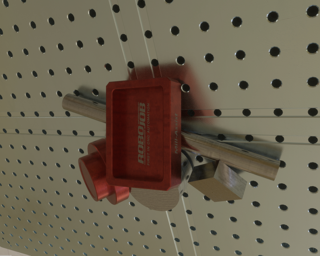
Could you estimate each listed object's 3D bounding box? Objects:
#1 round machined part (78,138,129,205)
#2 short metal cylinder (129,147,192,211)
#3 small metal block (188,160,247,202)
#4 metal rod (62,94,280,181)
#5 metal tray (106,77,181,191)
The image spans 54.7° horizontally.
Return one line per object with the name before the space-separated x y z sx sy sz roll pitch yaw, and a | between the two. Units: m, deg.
round machined part | -0.086 0.068 0.452 0.098 0.042 0.097 43 145 42
short metal cylinder | -0.001 0.068 0.433 0.080 0.050 0.079 13 124 21
small metal block | 0.073 0.069 0.397 0.050 0.025 0.050 38 147 -18
metal rod | 0.001 0.006 0.409 0.301 0.025 0.025 18 126 17
metal tray | -0.021 0.007 0.380 0.090 0.030 0.129 0 89 27
